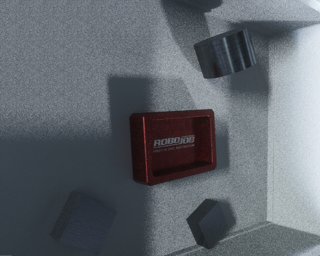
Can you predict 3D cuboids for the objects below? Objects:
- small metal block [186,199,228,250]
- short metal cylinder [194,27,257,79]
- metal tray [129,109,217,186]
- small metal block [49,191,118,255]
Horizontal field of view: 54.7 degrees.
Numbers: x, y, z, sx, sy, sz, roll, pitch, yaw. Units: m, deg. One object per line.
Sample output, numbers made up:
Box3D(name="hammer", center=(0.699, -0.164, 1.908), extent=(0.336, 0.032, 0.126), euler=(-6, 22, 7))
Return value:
Box3D(name="small metal block", center=(0.073, 0.145, 0.471), extent=(0.050, 0.025, 0.050), euler=(-36, 113, -34))
Box3D(name="short metal cylinder", center=(0.095, -0.110, 0.453), extent=(0.081, 0.080, 0.050), euler=(-33, 111, -35))
Box3D(name="metal tray", center=(0.023, 0.021, 0.424), extent=(0.131, 0.030, 0.089), euler=(-6, 94, -40))
Box3D(name="small metal block", center=(-0.083, 0.104, 0.339), extent=(0.050, 0.025, 0.050), euler=(36, 68, -34))
